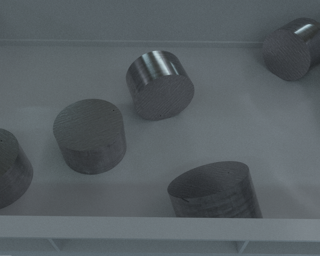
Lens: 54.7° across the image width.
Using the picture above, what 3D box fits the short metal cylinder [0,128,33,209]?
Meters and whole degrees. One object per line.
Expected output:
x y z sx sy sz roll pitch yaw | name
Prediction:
-0.192 0.046 0.349 0.080 0.050 0.080 0 50 0 | short metal cylinder

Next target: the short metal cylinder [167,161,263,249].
0.053 0.071 0.302 0.080 0.050 0.080 -17 10 3 | short metal cylinder

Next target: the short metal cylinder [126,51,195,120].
-0.001 -0.056 0.416 0.081 0.080 0.050 -14 52 -12 | short metal cylinder

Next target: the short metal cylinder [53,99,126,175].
-0.083 0.010 0.380 0.080 0.050 0.080 0 50 0 | short metal cylinder

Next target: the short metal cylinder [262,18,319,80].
0.206 -0.120 0.471 0.050 0.080 0.080 -32 57 -24 | short metal cylinder
